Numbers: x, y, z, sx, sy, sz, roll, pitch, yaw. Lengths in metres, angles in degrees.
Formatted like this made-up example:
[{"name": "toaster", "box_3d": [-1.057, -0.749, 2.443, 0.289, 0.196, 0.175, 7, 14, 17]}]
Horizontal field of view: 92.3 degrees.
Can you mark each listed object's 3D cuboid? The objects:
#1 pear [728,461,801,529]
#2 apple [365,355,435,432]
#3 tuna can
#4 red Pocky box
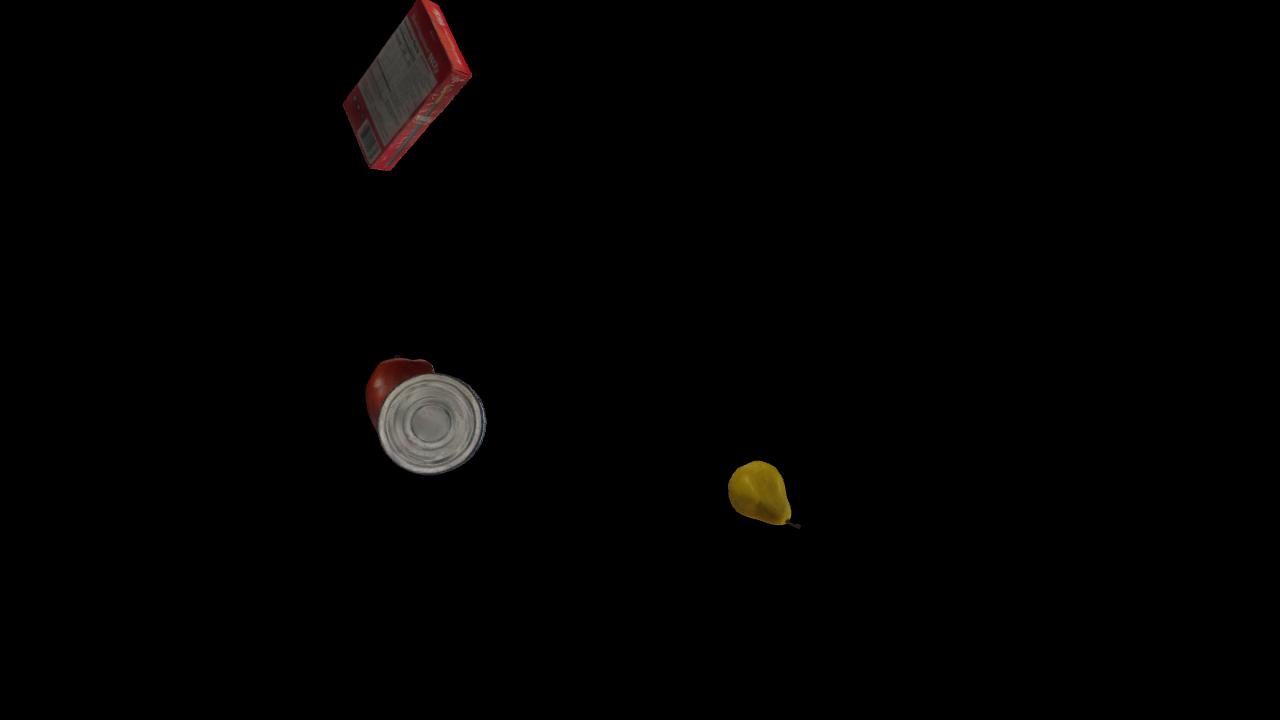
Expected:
[{"name": "pear", "box_3d": [0.169, 0.193, 0.832, 0.080, 0.080, 0.111, 0, 39, -29]}, {"name": "apple", "box_3d": [-0.261, 0.040, 0.673, 0.079, 0.093, 0.079, -6, -13, -1]}, {"name": "tuna can", "box_3d": [-0.171, 0.052, 0.509, 0.084, 0.084, 0.034, 0, -6, -11]}, {"name": "red Pocky box", "box_3d": [-0.232, -0.264, 0.605, 0.155, 0.083, 0.028, -30, -10, 33]}]
